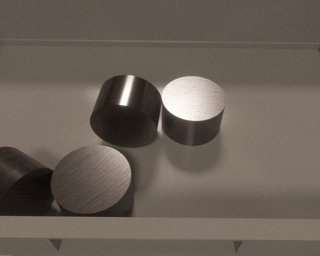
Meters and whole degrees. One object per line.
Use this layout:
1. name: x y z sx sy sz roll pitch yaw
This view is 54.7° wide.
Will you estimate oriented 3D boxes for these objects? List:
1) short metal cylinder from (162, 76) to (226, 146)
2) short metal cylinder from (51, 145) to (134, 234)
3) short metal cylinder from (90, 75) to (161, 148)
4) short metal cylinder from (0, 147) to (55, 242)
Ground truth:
1. short metal cylinder: 0.043 -0.023 0.409 0.081 0.050 0.080 0 50 0
2. short metal cylinder: -0.070 0.065 0.333 0.081 0.050 0.080 1 50 0
3. short metal cylinder: -0.041 -0.019 0.385 0.080 0.080 0.050 6 50 4
4. short metal cylinder: -0.151 0.065 0.313 0.050 0.080 0.080 25 54 20
